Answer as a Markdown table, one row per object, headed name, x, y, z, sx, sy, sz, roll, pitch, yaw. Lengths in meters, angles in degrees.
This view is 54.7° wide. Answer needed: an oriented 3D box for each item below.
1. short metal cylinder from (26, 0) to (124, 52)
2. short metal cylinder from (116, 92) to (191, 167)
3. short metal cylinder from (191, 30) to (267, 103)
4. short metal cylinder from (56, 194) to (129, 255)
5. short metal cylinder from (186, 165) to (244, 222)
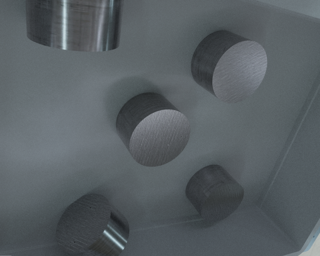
| name | x | y | z | sx | sy | sz | roll | pitch | yaw |
| --- | --- | --- | --- | --- | --- | --- | --- | --- | --- |
| short metal cylinder | -0.073 | -0.103 | 0.270 | 0.081 | 0.080 | 0.050 | -5 | 121 | -27 |
| short metal cylinder | -0.009 | 0.002 | 0.390 | 0.081 | 0.050 | 0.079 | -14 | 125 | -21 |
| short metal cylinder | 0.087 | -0.078 | 0.394 | 0.081 | 0.050 | 0.079 | -14 | 125 | -21 |
| short metal cylinder | -0.088 | 0.135 | 0.410 | 0.080 | 0.080 | 0.050 | -35 | 129 | -6 |
| short metal cylinder | 0.090 | 0.108 | 0.511 | 0.081 | 0.050 | 0.079 | -14 | 125 | -21 |
